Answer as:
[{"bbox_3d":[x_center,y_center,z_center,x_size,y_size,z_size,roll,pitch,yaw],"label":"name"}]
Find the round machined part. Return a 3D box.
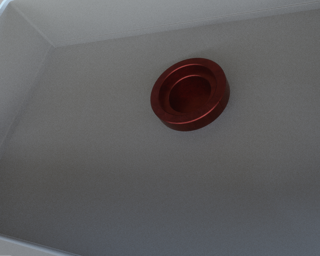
[{"bbox_3d":[0.041,-0.038,0.396,0.098,0.042,0.098,-13,56,20],"label":"round machined part"}]
